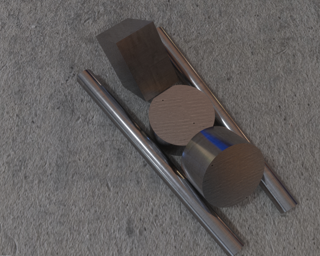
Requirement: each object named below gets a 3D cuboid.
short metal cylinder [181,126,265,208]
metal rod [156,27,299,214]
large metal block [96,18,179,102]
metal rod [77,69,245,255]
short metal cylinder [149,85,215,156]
[{"bbox_3d":[0.072,0.044,0.358,0.080,0.080,0.050,-30,31,-10],"label":"short metal cylinder"},{"bbox_3d":[0.076,-0.022,0.417,0.025,0.025,0.299,-31,73,-11],"label":"metal rod"},{"bbox_3d":[-0.030,-0.090,0.396,0.050,0.080,0.080,-35,32,-12],"label":"large metal block"},{"bbox_3d":[-0.009,0.034,0.396,0.025,0.025,0.300,-39,75,-13],"label":"metal rod"},{"bbox_3d":[0.026,-0.008,0.399,0.081,0.050,0.080,0,70,0],"label":"short metal cylinder"}]
